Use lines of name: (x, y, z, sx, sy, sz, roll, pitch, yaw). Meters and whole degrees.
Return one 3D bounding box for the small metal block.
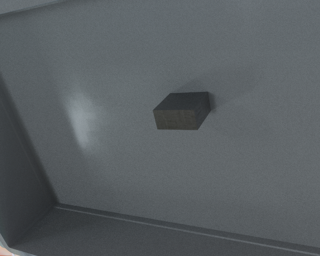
small metal block: (0.027, -0.021, 0.366, 0.050, 0.050, 0.025, 1, 119, 28)
